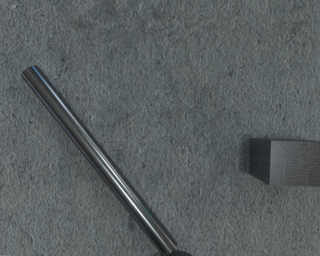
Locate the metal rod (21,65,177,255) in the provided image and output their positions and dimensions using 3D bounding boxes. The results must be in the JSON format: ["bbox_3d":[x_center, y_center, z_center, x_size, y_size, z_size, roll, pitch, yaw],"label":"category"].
[{"bbox_3d":[-0.079,0.043,0.408,0.025,0.025,0.300,-38,91,0],"label":"metal rod"}]

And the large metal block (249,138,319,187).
[{"bbox_3d":[0.163,0.040,0.385,0.081,0.080,0.050,2,90,-1],"label":"large metal block"}]

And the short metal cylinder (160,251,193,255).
[{"bbox_3d":[0.023,0.208,0.398,0.081,0.050,0.079,0,90,-1],"label":"short metal cylinder"}]
